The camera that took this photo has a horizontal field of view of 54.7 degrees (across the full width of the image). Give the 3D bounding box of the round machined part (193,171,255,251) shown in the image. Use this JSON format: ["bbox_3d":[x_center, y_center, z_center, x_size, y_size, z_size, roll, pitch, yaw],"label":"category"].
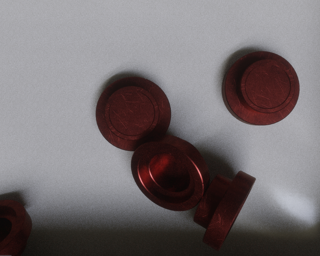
[{"bbox_3d":[0.076,0.095,0.379,0.042,0.098,0.098,27,90,20],"label":"round machined part"}]

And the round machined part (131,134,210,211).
[{"bbox_3d":[0.016,0.051,0.387,0.098,0.042,0.097,14,121,25],"label":"round machined part"}]

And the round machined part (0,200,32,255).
[{"bbox_3d":[-0.206,0.139,0.382,0.099,0.098,0.042,-13,123,0],"label":"round machined part"}]

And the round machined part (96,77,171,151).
[{"bbox_3d":[-0.035,-0.018,0.402,0.099,0.042,0.097,0,90,0],"label":"round machined part"}]

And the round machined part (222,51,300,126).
[{"bbox_3d":[0.134,-0.052,0.404,0.099,0.042,0.097,0,90,0],"label":"round machined part"}]
